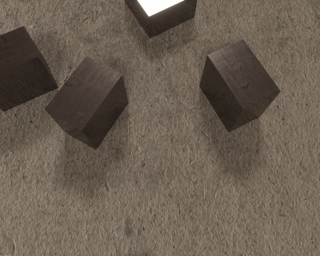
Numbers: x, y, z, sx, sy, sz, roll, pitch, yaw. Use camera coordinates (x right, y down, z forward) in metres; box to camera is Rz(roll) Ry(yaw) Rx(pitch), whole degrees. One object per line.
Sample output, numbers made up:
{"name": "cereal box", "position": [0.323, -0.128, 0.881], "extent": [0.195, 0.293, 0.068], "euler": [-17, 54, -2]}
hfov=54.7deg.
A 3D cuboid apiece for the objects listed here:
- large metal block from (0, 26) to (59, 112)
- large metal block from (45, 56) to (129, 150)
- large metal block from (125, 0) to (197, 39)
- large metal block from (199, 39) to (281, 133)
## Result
{"name": "large metal block", "position": [-0.191, -0.074, 0.404], "extent": [0.080, 0.080, 0.050], "euler": [-26, 73, -10]}
{"name": "large metal block", "position": [-0.086, -0.028, 0.388], "extent": [0.050, 0.080, 0.080], "euler": [29, 73, 10]}
{"name": "large metal block", "position": [-0.001, -0.196, 0.466], "extent": [0.080, 0.050, 0.080], "euler": [-29, 73, -10]}
{"name": "large metal block", "position": [0.097, -0.051, 0.399], "extent": [0.050, 0.080, 0.080], "euler": [-26, 72, -9]}
